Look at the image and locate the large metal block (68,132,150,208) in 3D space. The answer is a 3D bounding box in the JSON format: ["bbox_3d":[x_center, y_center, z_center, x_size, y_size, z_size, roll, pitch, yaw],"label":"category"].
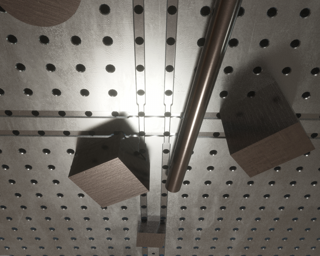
[{"bbox_3d":[-0.070,0.062,0.448,0.080,0.050,0.080,-23,127,18],"label":"large metal block"}]

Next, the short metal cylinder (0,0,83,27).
[{"bbox_3d":[-0.105,-0.139,0.276,0.081,0.050,0.079,0,130,0],"label":"short metal cylinder"}]

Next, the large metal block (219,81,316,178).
[{"bbox_3d":[0.126,0.001,0.379,0.080,0.080,0.050,-30,124,23],"label":"large metal block"}]

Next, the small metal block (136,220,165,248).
[{"bbox_3d":[-0.018,0.200,0.582,0.050,0.025,0.050,4,130,-4],"label":"small metal block"}]

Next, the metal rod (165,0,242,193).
[{"bbox_3d":[0.045,-0.019,0.395,0.025,0.025,0.298,7,130,-6],"label":"metal rod"}]
